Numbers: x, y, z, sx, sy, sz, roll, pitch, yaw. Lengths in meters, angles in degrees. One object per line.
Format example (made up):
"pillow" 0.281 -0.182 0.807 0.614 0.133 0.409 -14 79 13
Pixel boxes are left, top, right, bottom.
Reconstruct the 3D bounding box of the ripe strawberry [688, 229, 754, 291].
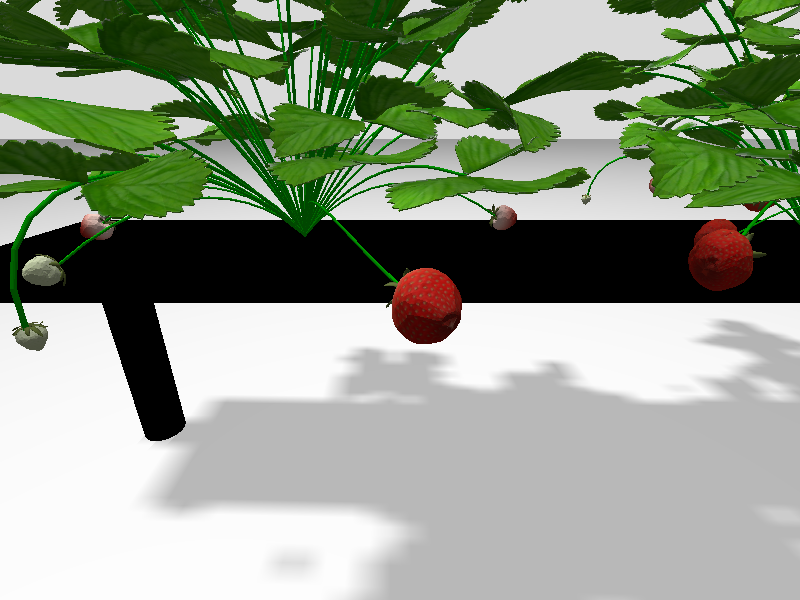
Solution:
"ripe strawberry" 0.184 -0.022 0.232 0.034 0.035 0.031 -25 33 -27

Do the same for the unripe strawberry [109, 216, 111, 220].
"unripe strawberry" -0.276 -0.075 0.375 0.010 0.010 0.011 3 24 6

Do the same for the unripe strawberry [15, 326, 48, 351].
"unripe strawberry" -0.158 0.017 0.172 0.010 0.011 0.011 8 25 18

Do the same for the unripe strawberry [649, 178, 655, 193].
"unripe strawberry" 0.367 -0.165 0.567 0.026 0.030 0.028 0 12 0

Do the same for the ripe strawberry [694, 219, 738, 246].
"ripe strawberry" 0.224 -0.043 0.286 0.028 0.030 0.026 -12 26 -24

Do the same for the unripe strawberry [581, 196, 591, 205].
"unripe strawberry" 0.209 -0.112 0.450 0.010 0.010 0.011 15 28 31

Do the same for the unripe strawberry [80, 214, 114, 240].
"unripe strawberry" -0.260 -0.061 0.341 0.024 0.023 0.022 -23 23 6

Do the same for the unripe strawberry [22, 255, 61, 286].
"unripe strawberry" -0.217 -0.017 0.242 0.018 0.018 0.016 -30 36 -33

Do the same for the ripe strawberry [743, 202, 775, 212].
"ripe strawberry" 0.417 -0.124 0.467 0.038 0.040 0.041 9 25 20

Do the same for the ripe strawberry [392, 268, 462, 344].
"ripe strawberry" 0.014 0.004 0.179 0.032 0.034 0.035 -12 27 -25

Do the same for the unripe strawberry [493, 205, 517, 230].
"unripe strawberry" 0.097 -0.075 0.370 0.022 0.023 0.020 8 22 -10
